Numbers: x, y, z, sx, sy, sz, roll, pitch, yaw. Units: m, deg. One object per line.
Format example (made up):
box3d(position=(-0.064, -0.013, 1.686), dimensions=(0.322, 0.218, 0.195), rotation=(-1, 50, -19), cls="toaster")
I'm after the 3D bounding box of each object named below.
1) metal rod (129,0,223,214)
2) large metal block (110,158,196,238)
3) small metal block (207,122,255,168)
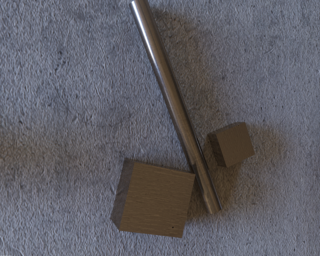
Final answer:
box3d(position=(0.024, -0.024, 0.418), dimensions=(0.025, 0.025, 0.299), rotation=(-23, 98, -19), cls="metal rod")
box3d(position=(-0.010, 0.087, 0.393), dimensions=(0.081, 0.050, 0.080), rotation=(14, 85, -20), cls="large metal block")
box3d(position=(0.103, 0.023, 0.447), dimensions=(0.050, 0.025, 0.050), rotation=(-21, 97, -19), cls="small metal block")
